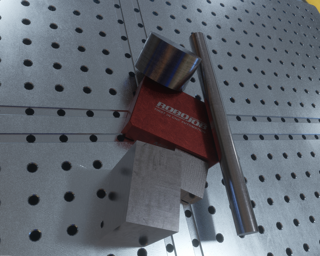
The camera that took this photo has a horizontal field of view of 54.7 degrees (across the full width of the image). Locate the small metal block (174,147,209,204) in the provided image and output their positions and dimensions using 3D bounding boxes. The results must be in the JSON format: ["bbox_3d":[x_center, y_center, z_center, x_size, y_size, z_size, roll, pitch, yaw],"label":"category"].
[{"bbox_3d":[0.030,0.060,0.389,0.050,0.025,0.050,27,53,-12],"label":"small metal block"}]

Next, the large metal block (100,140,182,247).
[{"bbox_3d":[-0.020,0.071,0.320,0.050,0.080,0.080,18,55,-19],"label":"large metal block"}]

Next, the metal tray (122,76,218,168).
[{"bbox_3d":[0.023,-0.007,0.423,0.131,0.030,0.090,25,53,-14],"label":"metal tray"}]

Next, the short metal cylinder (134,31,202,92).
[{"bbox_3d":[0.011,-0.093,0.433,0.080,0.050,0.080,26,18,-9],"label":"short metal cylinder"}]

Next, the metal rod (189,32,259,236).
[{"bbox_3d":[0.079,-0.011,0.420,0.025,0.025,0.299,6,59,-26],"label":"metal rod"}]
